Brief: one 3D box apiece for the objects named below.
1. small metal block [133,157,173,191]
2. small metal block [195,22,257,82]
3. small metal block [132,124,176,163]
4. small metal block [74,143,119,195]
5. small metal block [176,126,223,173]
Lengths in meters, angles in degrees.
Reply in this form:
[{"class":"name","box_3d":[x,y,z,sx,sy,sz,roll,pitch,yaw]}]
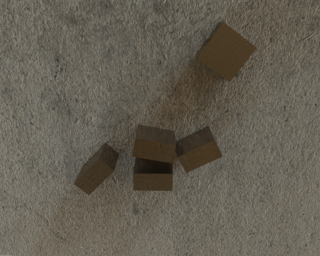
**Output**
[{"class":"small metal block","box_3d":[-0.009,0.061,0.419,0.050,0.050,0.025,1,110,-1]},{"class":"small metal block","box_3d":[0.079,-0.092,0.376,0.050,0.025,0.050,34,107,-12]},{"class":"small metal block","box_3d":[-0.007,0.020,0.403,0.050,0.050,0.025,10,110,-4]},{"class":"small metal block","box_3d":[-0.084,0.054,0.415,0.025,0.050,0.050,42,105,-14]},{"class":"small metal block","box_3d":[0.050,0.027,0.407,0.050,0.050,0.025,-26,108,9]}]
